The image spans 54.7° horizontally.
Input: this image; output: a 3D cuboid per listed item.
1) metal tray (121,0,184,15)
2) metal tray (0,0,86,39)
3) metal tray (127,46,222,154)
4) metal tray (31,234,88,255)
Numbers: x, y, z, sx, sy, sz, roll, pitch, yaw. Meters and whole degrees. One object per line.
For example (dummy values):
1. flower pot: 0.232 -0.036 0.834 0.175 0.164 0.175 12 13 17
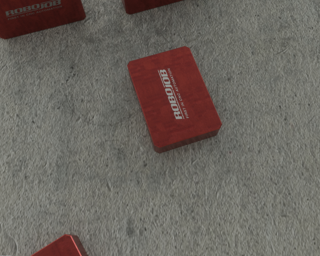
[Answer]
1. metal tray: 0.005 -0.224 0.455 0.131 0.090 0.030 -18 71 -7
2. metal tray: -0.180 -0.179 0.437 0.131 0.090 0.030 -17 71 -6
3. metal tray: 0.017 -0.041 0.420 0.091 0.030 0.130 -17 71 -6
4. metal tray: -0.133 0.189 0.335 0.131 0.030 0.090 -31 73 -11
